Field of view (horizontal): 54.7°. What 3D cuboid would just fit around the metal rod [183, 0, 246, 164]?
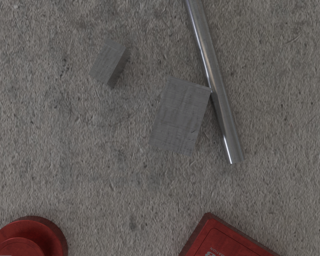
[{"bbox_3d":[0.062,-0.100,0.410,0.025,0.025,0.298,-15,90,0],"label":"metal rod"}]

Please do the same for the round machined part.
[{"bbox_3d":[-0.174,0.168,0.400,0.099,0.042,0.097,0,90,0],"label":"round machined part"}]

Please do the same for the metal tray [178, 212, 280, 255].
[{"bbox_3d":[0.095,0.184,0.408,0.130,0.030,0.090,32,90,0],"label":"metal tray"}]

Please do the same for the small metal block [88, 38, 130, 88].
[{"bbox_3d":[-0.063,-0.081,0.397,0.025,0.050,0.050,28,90,0],"label":"small metal block"}]

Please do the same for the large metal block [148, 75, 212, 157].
[{"bbox_3d":[0.022,-0.013,0.383,0.050,0.080,0.080,17,90,0],"label":"large metal block"}]
